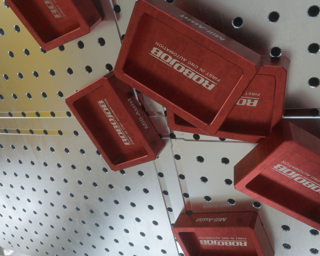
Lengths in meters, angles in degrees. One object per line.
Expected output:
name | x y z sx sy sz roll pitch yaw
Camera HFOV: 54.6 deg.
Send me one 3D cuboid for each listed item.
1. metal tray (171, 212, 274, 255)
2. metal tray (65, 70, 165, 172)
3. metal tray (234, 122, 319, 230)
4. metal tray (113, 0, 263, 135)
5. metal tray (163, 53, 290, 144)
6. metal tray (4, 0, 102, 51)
metal tray | 0.093 0.172 0.465 0.130 0.030 0.090 -13 112 33
metal tray | -0.064 -0.006 0.438 0.090 0.030 0.130 -21 108 36
metal tray | 0.159 0.058 0.336 0.131 0.030 0.089 27 130 -10
metal tray | 0.024 -0.063 0.317 0.130 0.030 0.089 32 128 7
metal tray | 0.071 -0.034 0.349 0.130 0.030 0.089 8 122 23
metal tray | -0.141 -0.162 0.361 0.090 0.030 0.130 -10 128 34
